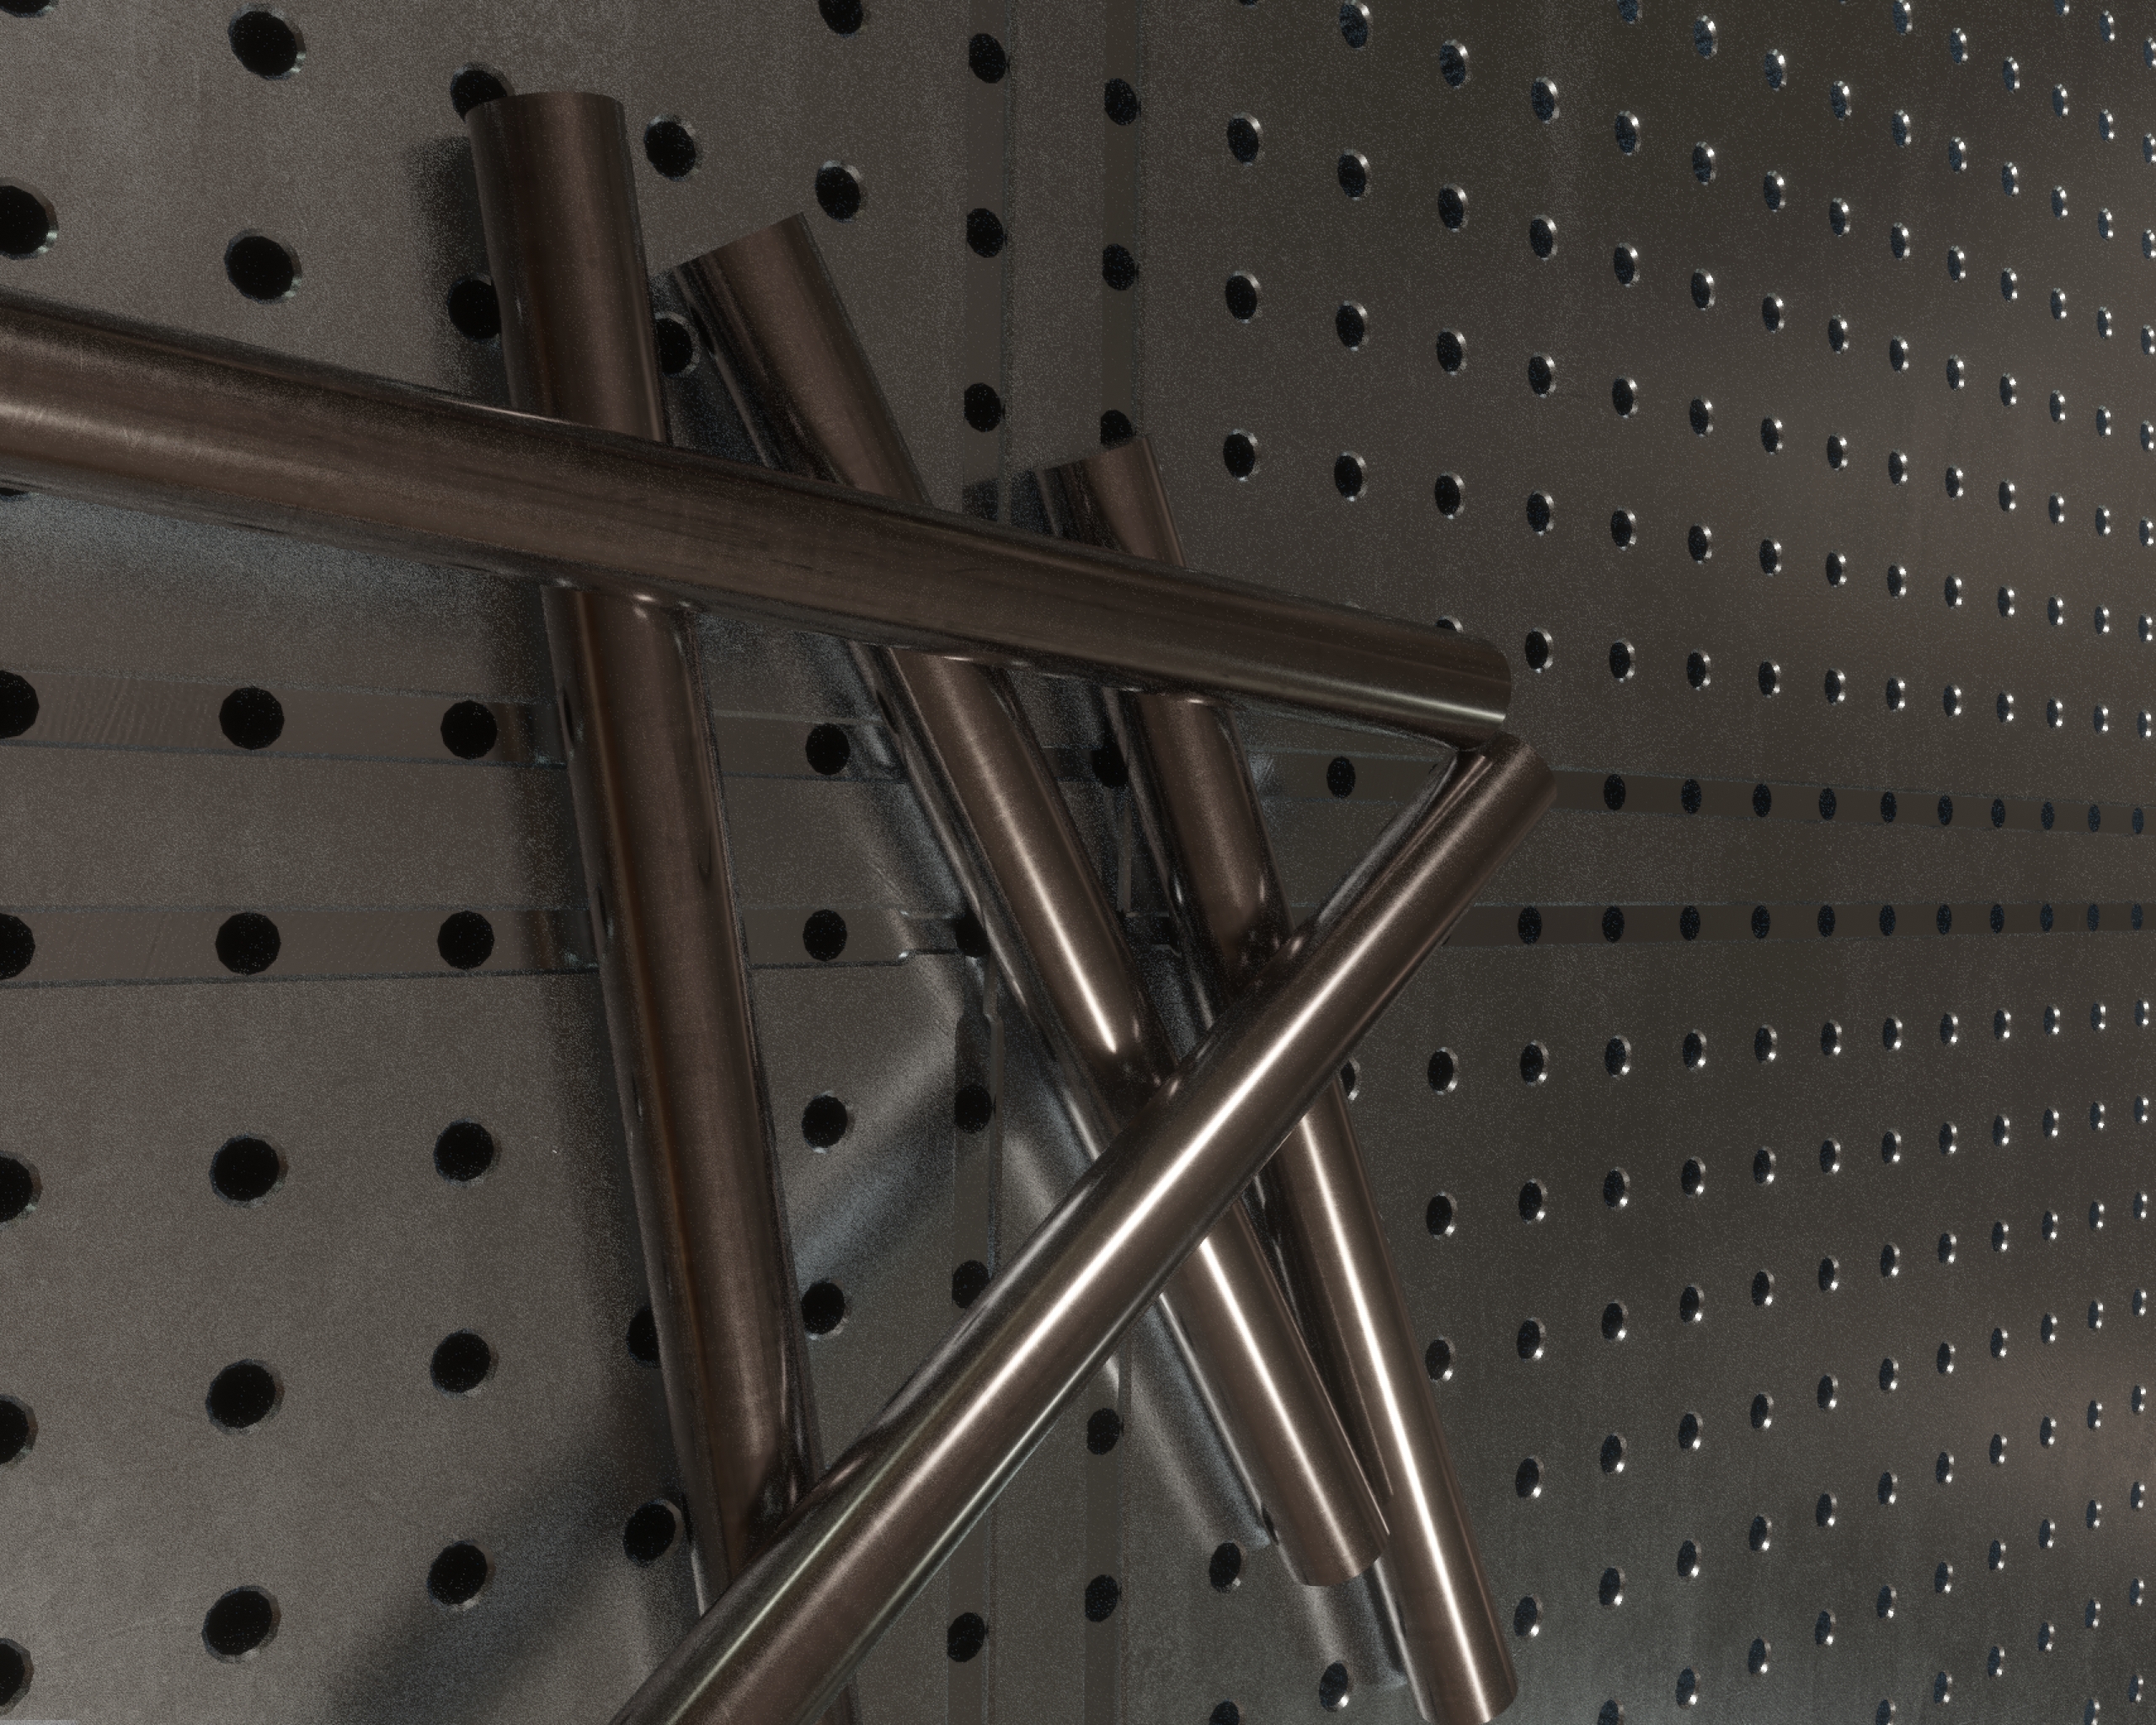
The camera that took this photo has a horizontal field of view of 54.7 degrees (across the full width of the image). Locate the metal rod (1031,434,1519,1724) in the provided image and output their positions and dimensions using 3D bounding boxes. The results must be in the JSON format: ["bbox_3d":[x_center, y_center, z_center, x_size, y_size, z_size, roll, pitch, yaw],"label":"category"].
[{"bbox_3d":[0.047,0.056,0.450,0.025,0.025,0.298,-29,108,-37],"label":"metal rod"}]

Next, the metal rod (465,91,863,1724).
[{"bbox_3d":[-0.067,0.026,0.354,0.025,0.025,0.298,-13,98,-40],"label":"metal rod"}]

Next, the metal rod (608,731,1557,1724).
[{"bbox_3d":[0.003,0.074,0.381,0.301,0.025,0.025,-46,118,-30],"label":"metal rod"}]

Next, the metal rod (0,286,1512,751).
[{"bbox_3d":[-0.032,-0.049,0.352,0.302,0.025,0.025,6,86,-40],"label":"metal rod"}]

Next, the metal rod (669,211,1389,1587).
[{"bbox_3d":[-0.001,0.021,0.409,0.025,0.025,0.299,-38,113,-34],"label":"metal rod"}]
